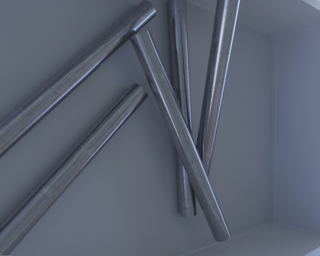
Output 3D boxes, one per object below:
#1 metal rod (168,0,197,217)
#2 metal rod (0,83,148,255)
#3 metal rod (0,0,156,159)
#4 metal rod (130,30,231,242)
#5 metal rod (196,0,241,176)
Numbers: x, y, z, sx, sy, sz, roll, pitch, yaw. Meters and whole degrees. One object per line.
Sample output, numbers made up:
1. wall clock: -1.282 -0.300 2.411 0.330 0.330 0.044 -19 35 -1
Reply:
1. metal rod: 0.032 -0.026 0.432 0.025 0.025 0.298 -6 94 -40
2. metal rod: -0.108 0.059 0.315 0.301 0.025 0.025 -52 120 -27
3. metal rod: -0.099 -0.047 0.322 0.301 0.025 0.025 -51 120 -28
4. metal rod: 0.033 0.023 0.401 0.025 0.025 0.299 -35 110 -35
5. metal rod: 0.069 -0.055 0.386 0.025 0.025 0.298 -21 128 -38
